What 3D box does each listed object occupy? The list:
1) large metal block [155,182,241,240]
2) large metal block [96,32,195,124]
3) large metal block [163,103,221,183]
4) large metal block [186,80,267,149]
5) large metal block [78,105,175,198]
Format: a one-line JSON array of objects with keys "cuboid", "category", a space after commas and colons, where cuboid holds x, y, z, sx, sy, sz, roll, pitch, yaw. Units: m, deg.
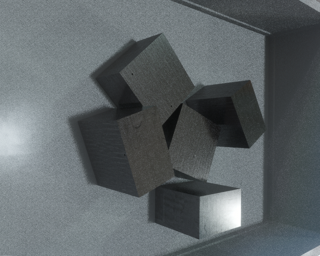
[{"cuboid": [0.051, 0.105, 0.415, 0.081, 0.080, 0.050, 1, 90, -40], "category": "large metal block"}, {"cuboid": [-0.015, -0.055, 0.377, 0.080, 0.050, 0.080, -50, 120, -29], "category": "large metal block"}, {"cuboid": [0.029, 0.021, 0.415, 0.080, 0.050, 0.080, 28, 72, -37], "category": "large metal block"}, {"cuboid": [0.097, -0.019, 0.452, 0.050, 0.080, 0.080, -38, 114, -34], "category": "large metal block"}, {"cuboid": [-0.038, 0.022, 0.339, 0.050, 0.080, 0.080, -24, 106, -38], "category": "large metal block"}]
